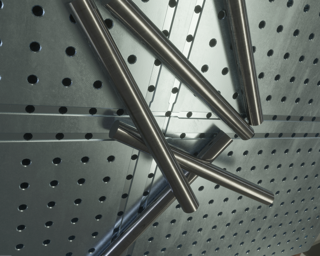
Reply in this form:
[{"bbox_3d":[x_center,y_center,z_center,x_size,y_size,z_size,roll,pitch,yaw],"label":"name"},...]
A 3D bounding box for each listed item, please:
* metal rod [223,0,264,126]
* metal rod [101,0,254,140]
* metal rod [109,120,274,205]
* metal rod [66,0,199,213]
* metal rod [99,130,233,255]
[{"bbox_3d":[0.102,-0.119,0.395,0.025,0.025,0.299,-31,129,-9],"label":"metal rod"},{"bbox_3d":[0.045,-0.061,0.399,0.025,0.025,0.301,-49,129,6],"label":"metal rod"},{"bbox_3d":[0.063,0.060,0.453,0.302,0.025,0.025,26,104,-28],"label":"metal rod"},{"bbox_3d":[-0.017,-0.006,0.365,0.025,0.025,0.299,-32,119,-8],"label":"metal rod"},{"bbox_3d":[0.000,0.120,0.487,0.300,0.025,0.025,-46,130,4],"label":"metal rod"}]
